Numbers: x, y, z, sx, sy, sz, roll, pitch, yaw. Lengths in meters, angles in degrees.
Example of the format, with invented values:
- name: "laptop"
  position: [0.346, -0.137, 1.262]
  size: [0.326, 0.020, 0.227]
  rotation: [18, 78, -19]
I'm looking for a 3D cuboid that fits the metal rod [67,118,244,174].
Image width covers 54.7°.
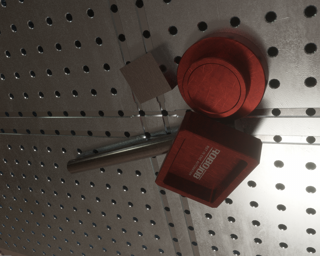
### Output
- name: "metal rod"
  position: [-0.028, 0.033, 0.444]
  size: [0.300, 0.025, 0.025]
  rotation: [-16, 111, 34]

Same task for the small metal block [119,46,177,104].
- name: "small metal block"
  position: [-0.012, -0.064, 0.377]
  size: [0.050, 0.025, 0.050]
  rotation: [-20, 108, 35]

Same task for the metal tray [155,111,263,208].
- name: "metal tray"
  position: [0.053, 0.045, 0.377]
  size: [0.090, 0.030, 0.129]
  rotation: [22, 141, 1]

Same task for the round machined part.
- name: "round machined part"
  position: [0.063, -0.050, 0.335]
  size: [0.098, 0.042, 0.097]
  rotation: [13, 124, 20]
